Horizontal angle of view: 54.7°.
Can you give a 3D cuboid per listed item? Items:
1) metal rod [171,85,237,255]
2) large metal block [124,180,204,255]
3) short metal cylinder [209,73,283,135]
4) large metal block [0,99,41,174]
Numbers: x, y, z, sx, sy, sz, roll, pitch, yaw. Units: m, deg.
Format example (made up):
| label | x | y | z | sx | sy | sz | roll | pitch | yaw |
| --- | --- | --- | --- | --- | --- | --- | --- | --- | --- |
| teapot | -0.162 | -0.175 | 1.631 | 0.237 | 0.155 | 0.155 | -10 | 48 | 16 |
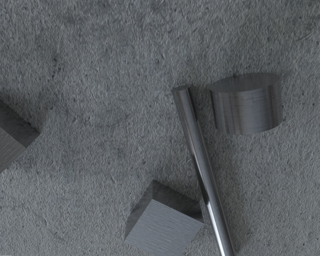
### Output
| label | x | y | z | sx | sy | sz | roll | pitch | yaw |
| --- | --- | --- | --- | --- | --- | --- | --- | --- | --- |
| metal rod | 0.070 | 0.083 | 0.441 | 0.025 | 0.025 | 0.298 | -16 | 110 | 5 |
| large metal block | 0.005 | 0.135 | 0.446 | 0.080 | 0.050 | 0.080 | 28 | 107 | -10 |
| short metal cylinder | 0.103 | -0.031 | 0.371 | 0.080 | 0.080 | 0.050 | -11 | 110 | 4 |
| large metal block | -0.220 | 0.015 | 0.399 | 0.080 | 0.050 | 0.080 | -41 | 105 | 13 |
